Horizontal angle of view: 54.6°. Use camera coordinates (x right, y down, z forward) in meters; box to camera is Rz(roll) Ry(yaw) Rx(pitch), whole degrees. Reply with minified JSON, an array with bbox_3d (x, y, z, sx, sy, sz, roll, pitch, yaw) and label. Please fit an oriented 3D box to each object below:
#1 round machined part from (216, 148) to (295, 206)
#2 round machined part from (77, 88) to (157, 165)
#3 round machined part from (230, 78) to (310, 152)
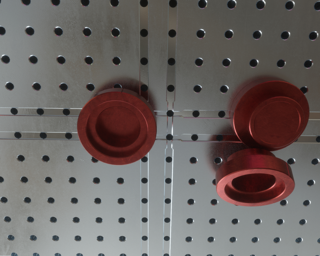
[{"bbox_3d":[0.124,0.063,0.414,0.098,0.042,0.098,3,139,3],"label":"round machined part"},{"bbox_3d":[-0.053,-0.005,0.402,0.099,0.042,0.097,0,110,0],"label":"round machined part"},{"bbox_3d":[0.144,-0.013,0.401,0.099,0.042,0.097,0,110,0],"label":"round machined part"}]
